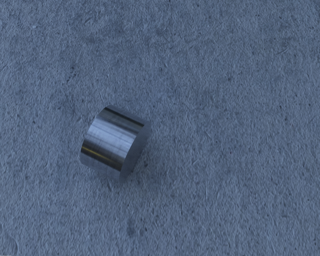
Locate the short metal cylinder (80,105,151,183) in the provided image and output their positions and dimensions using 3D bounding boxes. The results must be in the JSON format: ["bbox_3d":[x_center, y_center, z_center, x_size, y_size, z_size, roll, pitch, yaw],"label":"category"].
[{"bbox_3d":[-0.051,0.019,0.372,0.050,0.080,0.080,25,72,9],"label":"short metal cylinder"}]
